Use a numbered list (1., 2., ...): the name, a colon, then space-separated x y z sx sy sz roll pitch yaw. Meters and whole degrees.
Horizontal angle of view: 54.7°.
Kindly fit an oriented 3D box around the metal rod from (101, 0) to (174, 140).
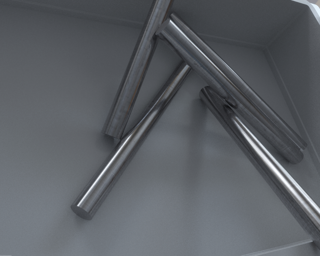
1. metal rod: -0.007 -0.129 0.390 0.025 0.025 0.299 22 83 -15

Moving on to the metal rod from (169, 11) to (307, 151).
1. metal rod: 0.123 -0.069 0.497 0.300 0.025 0.025 44 51 -5

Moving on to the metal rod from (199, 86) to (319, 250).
1. metal rod: 0.114 0.030 0.363 0.025 0.025 0.300 8 31 -24

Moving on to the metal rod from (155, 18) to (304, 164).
1. metal rod: 0.110 -0.036 0.431 0.301 0.025 0.025 38 49 -25

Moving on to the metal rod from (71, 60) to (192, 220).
1. metal rod: -0.015 -0.013 0.405 0.025 0.025 0.301 37 51 -4
